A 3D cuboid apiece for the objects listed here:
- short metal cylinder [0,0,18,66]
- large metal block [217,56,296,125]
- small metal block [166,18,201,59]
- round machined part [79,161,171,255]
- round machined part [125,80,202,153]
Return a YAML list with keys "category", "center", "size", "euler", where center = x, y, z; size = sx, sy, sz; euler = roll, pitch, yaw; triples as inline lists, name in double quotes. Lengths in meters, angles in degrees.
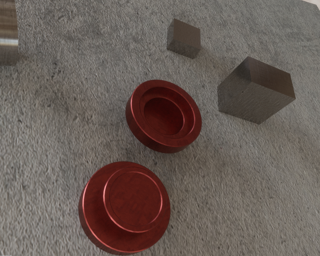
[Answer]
- category: "short metal cylinder"
  center: [-0.187, -0.108, 0.334]
  size: [0.050, 0.080, 0.080]
  euler: [-5, 64, -31]
- category: "large metal block"
  center: [0.147, -0.055, 0.484]
  size: [0.081, 0.080, 0.050]
  euler: [16, 55, -19]
- category: "small metal block"
  center: [0.040, -0.149, 0.518]
  size: [0.050, 0.025, 0.050]
  euler: [16, 55, -19]
- category: "round machined part"
  center: [-0.032, 0.080, 0.328]
  size: [0.099, 0.042, 0.098]
  euler: [14, 56, -21]
- category: "round machined part"
  center: [0.001, -0.011, 0.402]
  size: [0.099, 0.042, 0.098]
  euler: [14, 56, -21]
